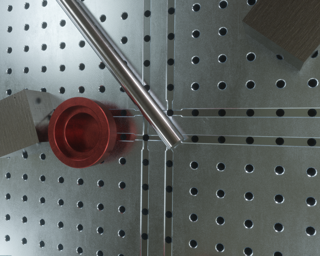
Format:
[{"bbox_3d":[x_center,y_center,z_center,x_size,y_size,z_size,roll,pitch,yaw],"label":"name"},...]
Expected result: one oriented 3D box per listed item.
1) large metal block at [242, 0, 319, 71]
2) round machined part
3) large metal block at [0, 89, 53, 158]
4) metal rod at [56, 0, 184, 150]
[{"bbox_3d":[0.152,-0.124,0.346,0.080,0.050,0.080,41,103,15],"label":"large metal block"},{"bbox_3d":[-0.105,0.006,0.441,0.098,0.042,0.097,0,90,19],"label":"round machined part"},{"bbox_3d":[-0.208,-0.005,0.473,0.080,0.050,0.080,-19,84,19],"label":"large metal block"},{"bbox_3d":[-0.067,-0.095,0.436,0.025,0.025,0.300,-41,77,15],"label":"metal rod"}]
